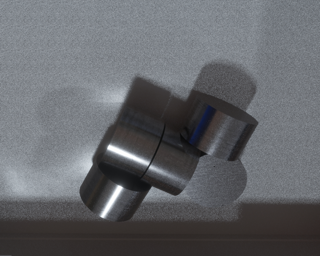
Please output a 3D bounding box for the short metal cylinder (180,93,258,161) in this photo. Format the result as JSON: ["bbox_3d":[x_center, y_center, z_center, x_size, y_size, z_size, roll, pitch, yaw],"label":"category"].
[{"bbox_3d":[0.071,-0.003,0.380,0.080,0.080,0.050,22,109,-8],"label":"short metal cylinder"}]

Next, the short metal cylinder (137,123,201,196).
[{"bbox_3d":[0.011,0.039,0.396,0.050,0.080,0.080,25,108,-9],"label":"short metal cylinder"}]

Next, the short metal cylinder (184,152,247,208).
[{"bbox_3d":[0.071,0.059,0.419,0.081,0.050,0.079,0,110,-1],"label":"short metal cylinder"}]

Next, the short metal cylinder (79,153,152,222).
[{"bbox_3d":[-0.057,0.075,0.407,0.080,0.080,0.050,28,108,-10],"label":"short metal cylinder"}]

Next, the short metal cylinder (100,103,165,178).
[{"bbox_3d":[-0.034,0.016,0.386,0.050,0.080,0.080,24,108,-9],"label":"short metal cylinder"}]
